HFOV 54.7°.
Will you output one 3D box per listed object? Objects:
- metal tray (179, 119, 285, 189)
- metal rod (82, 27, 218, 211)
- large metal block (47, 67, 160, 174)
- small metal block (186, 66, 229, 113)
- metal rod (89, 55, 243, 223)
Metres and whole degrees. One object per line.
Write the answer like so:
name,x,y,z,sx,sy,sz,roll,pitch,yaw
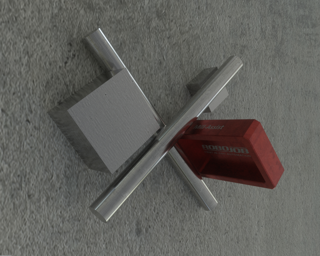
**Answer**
metal tray,0.084,0.032,0.410,0.030,0.130,0.090,-50,120,-28
metal rod,0.000,0.006,0.408,0.025,0.025,0.299,-50,120,-29
large metal block,-0.059,-0.009,0.341,0.080,0.050,0.080,-44,117,-31
small metal block,0.073,-0.058,0.469,0.050,0.025,0.050,-43,116,-32
metal rod,0.025,-0.005,0.396,0.301,0.025,0.025,-47,118,-30
